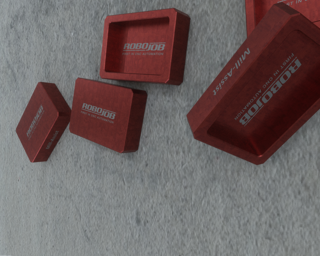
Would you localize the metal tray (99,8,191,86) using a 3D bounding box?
[{"bbox_3d":[-0.025,-0.107,0.420,0.130,0.030,0.089,11,97,39],"label":"metal tray"}]

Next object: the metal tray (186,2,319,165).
[{"bbox_3d":[0.097,-0.031,0.279,0.129,0.091,0.030,-53,29,26],"label":"metal tray"}]

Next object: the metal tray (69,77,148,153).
[{"bbox_3d":[-0.082,-0.022,0.467,0.130,0.030,0.089,17,101,38],"label":"metal tray"}]

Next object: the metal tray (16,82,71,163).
[{"bbox_3d":[-0.219,-0.010,0.579,0.090,0.030,0.129,52,120,27],"label":"metal tray"}]

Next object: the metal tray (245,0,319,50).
[{"bbox_3d":[0.145,-0.128,0.281,0.130,0.030,0.089,-4,87,39],"label":"metal tray"}]
